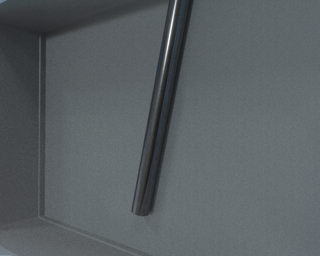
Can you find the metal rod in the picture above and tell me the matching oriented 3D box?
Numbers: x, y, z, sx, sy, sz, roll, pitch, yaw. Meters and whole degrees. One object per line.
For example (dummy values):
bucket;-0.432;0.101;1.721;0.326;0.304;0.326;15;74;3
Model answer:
metal rod;0.000;-0.029;0.404;0.025;0.025;0.298;17;101;38
